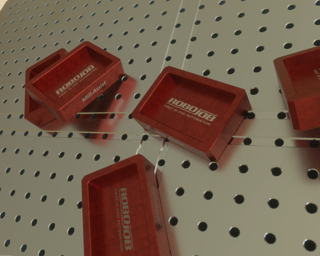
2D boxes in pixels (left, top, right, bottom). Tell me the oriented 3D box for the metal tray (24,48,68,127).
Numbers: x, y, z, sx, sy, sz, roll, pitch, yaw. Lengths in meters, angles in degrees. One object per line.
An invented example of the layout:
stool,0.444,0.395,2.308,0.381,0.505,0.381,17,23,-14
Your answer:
metal tray,-0.195,-0.075,0.554,0.090,0.030,0.130,-26,52,12

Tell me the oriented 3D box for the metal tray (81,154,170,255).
metal tray,-0.044,0.105,0.364,0.090,0.030,0.130,-23,53,14

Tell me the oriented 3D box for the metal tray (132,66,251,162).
metal tray,0.037,-0.023,0.400,0.130,0.030,0.090,26,76,37

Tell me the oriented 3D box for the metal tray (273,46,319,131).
metal tray,0.168,-0.049,0.306,0.090,0.030,0.130,-14,24,20

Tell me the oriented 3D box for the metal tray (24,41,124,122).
metal tray,-0.134,-0.078,0.493,0.090,0.030,0.130,33,65,28
